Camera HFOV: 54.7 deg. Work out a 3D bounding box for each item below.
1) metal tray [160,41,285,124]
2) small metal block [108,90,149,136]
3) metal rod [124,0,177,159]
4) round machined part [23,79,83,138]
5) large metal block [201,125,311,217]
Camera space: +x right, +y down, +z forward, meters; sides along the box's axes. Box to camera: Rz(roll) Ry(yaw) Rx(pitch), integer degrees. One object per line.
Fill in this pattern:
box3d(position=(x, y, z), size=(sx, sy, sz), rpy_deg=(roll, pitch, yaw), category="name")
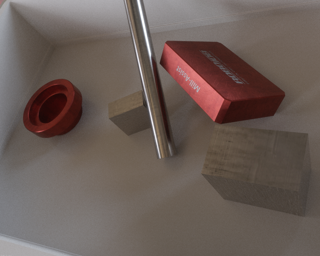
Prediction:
box3d(position=(0.069, -0.060, 0.367), size=(0.091, 0.030, 0.130), rpy_deg=(-8, 43, -31), category="metal tray")
box3d(position=(-0.034, -0.019, 0.418), size=(0.050, 0.050, 0.025), rpy_deg=(-20, 54, 16), category="small metal block")
box3d(position=(-0.022, -0.109, 0.398), size=(0.025, 0.025, 0.298), rpy_deg=(-15, 83, 20), category="metal rod")
box3d(position=(-0.165, -0.027, 0.495), size=(0.098, 0.042, 0.098), rpy_deg=(-13, 56, 20), category="round machined part")
box3d(position=(0.095, 0.041, 0.295), size=(0.080, 0.080, 0.050), rpy_deg=(6, 65, 30), category="large metal block")
